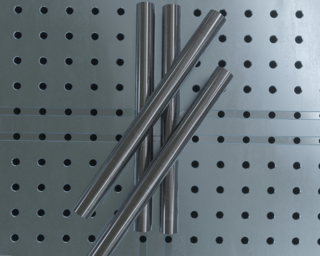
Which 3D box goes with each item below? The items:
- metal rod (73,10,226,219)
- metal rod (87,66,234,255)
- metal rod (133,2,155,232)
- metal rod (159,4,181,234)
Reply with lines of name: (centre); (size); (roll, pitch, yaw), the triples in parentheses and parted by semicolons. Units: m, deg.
metal rod: (-0.013, -0.017, 0.389); (0.025, 0.025, 0.299); (35, 90, 0)
metal rod: (-0.003, 0.053, 0.388); (0.025, 0.025, 0.299); (35, 90, 0)
metal rod: (-0.021, -0.014, 0.414); (0.025, 0.025, 0.298); (1, 90, 0)
metal rod: (0.014, -0.011, 0.414); (0.025, 0.025, 0.298); (1, 90, 0)
